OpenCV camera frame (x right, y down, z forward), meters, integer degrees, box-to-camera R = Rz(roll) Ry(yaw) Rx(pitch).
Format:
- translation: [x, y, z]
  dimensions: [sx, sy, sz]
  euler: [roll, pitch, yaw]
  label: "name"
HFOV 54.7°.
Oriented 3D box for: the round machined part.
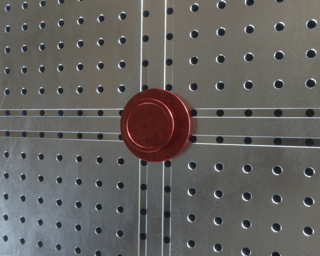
- translation: [-0.009, -0.003, 0.405]
  dimensions: [0.098, 0.042, 0.097]
  euler: [0, 90, 19]
  label: "round machined part"
